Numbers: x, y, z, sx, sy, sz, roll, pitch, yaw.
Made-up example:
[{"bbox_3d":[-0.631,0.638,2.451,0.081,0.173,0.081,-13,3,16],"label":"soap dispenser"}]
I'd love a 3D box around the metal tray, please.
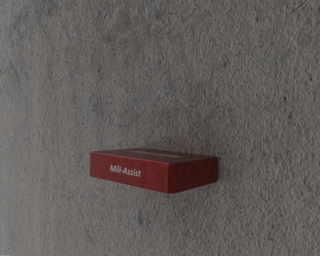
[{"bbox_3d":[-0.009,0.046,0.370,0.130,0.091,0.030,3,92,40],"label":"metal tray"}]
